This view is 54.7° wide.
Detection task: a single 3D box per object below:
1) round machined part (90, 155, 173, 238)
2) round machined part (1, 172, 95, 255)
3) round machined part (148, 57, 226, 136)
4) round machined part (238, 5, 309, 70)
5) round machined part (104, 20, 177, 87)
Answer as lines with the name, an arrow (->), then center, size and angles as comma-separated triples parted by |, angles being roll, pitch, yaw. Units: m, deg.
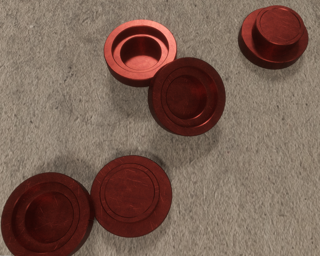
round machined part -> -0.034, 0.079, 0.370 | 0.099, 0.042, 0.098 | 0, 70, -1
round machined part -> -0.124, 0.103, 0.358 | 0.099, 0.042, 0.098 | -1, 70, 3
round machined part -> 0.031, -0.039, 0.400 | 0.099, 0.042, 0.097 | -1, 93, -18
round machined part -> 0.168, -0.138, 0.452 | 0.099, 0.042, 0.098 | 0, 70, -1
round machined part -> -0.026, -0.099, 0.434 | 0.099, 0.042, 0.098 | 0, 68, 1
